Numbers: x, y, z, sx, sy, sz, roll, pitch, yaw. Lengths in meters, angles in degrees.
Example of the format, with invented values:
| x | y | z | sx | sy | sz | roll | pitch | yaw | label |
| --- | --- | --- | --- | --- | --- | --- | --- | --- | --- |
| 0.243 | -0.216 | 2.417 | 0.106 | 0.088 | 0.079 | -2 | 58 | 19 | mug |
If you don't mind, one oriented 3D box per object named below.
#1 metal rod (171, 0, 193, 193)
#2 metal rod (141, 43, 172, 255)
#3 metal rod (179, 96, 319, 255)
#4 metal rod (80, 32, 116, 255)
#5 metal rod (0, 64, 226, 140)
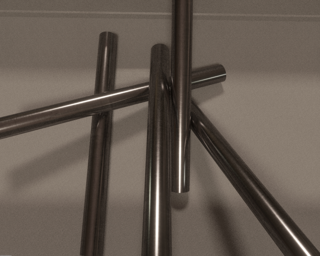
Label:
| x | y | z | sx | sy | sz | roll | pitch | yaw | label |
| --- | --- | --- | --- | --- | --- | --- | --- | --- | --- |
| 0.026 | -0.072 | 0.373 | 0.025 | 0.025 | 0.298 | 1 | 94 | 0 | metal rod |
| -0.002 | 0.012 | 0.329 | 0.025 | 0.025 | 0.300 | 1 | 51 | 0 | metal rod |
| 0.086 | 0.052 | 0.322 | 0.025 | 0.025 | 0.300 | -23 | 45 | -9 | metal rod |
| -0.078 | 0.006 | 0.406 | 0.025 | 0.025 | 0.299 | 1 | 70 | 0 | metal rod |
| -0.052 | -0.038 | 0.399 | 0.302 | 0.025 | 0.025 | -16 | 71 | -16 | metal rod |
